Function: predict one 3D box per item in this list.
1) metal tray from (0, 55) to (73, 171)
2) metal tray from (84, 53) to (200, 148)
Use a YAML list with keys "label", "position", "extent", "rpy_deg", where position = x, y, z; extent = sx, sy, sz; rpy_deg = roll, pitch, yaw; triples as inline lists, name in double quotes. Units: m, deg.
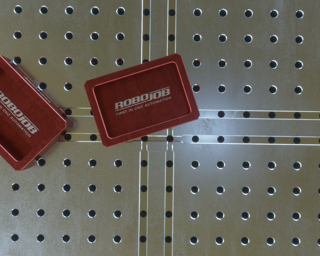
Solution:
- label: "metal tray"
  position: [-0.194, -0.020, 0.409]
  extent: [0.090, 0.030, 0.130]
  rpy_deg: [-45, 90, 0]
- label: "metal tray"
  position: [-0.023, -0.036, 0.410]
  extent: [0.131, 0.030, 0.090]
  rpy_deg: [-17, 90, 0]
